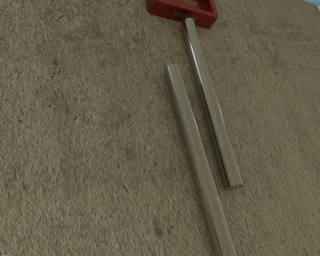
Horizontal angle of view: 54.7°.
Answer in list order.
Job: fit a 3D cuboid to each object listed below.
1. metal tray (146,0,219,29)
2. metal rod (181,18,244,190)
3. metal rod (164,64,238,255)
[{"bbox_3d":[0.038,-0.237,0.567,0.131,0.030,0.090,5,60,-26],"label":"metal tray"},{"bbox_3d":[0.074,-0.052,0.477,0.025,0.025,0.299,4,60,-27],"label":"metal rod"},{"bbox_3d":[0.051,0.042,0.407,0.025,0.025,0.299,1,61,-28],"label":"metal rod"}]
